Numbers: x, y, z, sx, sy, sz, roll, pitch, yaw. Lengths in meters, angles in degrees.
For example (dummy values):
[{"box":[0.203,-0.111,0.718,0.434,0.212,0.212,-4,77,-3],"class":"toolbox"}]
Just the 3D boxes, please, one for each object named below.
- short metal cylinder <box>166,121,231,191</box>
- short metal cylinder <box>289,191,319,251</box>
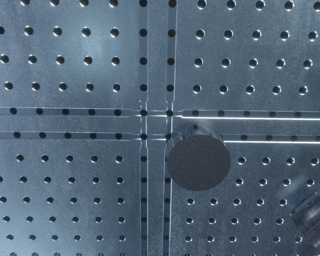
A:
[{"box":[0.049,0.037,0.414,0.081,0.050,0.079,0,110,0],"class":"short metal cylinder"},{"box":[0.232,0.136,0.436,0.080,0.080,0.050,40,105,-13],"class":"short metal cylinder"}]
